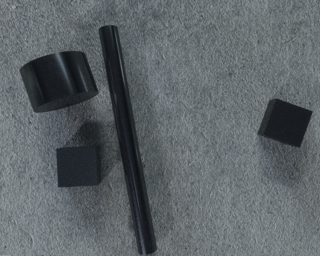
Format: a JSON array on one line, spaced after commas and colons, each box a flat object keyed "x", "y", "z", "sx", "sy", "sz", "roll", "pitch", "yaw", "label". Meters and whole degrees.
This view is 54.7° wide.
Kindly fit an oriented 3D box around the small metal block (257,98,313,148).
[{"x": 0.166, "y": -0.007, "z": 0.412, "sx": 0.050, "sy": 0.025, "sz": 0.050, "roll": 20, "pitch": 90, "yaw": -1, "label": "small metal block"}]

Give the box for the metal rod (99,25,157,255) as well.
[{"x": -0.042, "y": 0.016, "z": 0.409, "sx": 0.025, "sy": 0.025, "sz": 0.298, "roll": -10, "pitch": 90, "yaw": 0, "label": "metal rod"}]

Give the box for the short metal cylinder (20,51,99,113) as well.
[{"x": -0.122, "y": -0.055, "z": 0.381, "sx": 0.080, "sy": 0.080, "sz": 0.050, "roll": -19, "pitch": 90, "yaw": 0, "label": "short metal cylinder"}]

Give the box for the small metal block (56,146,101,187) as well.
[{"x": -0.106, "y": 0.050, "z": 0.409, "sx": 0.050, "sy": 0.025, "sz": 0.050, "roll": -3, "pitch": 90, "yaw": -1, "label": "small metal block"}]
